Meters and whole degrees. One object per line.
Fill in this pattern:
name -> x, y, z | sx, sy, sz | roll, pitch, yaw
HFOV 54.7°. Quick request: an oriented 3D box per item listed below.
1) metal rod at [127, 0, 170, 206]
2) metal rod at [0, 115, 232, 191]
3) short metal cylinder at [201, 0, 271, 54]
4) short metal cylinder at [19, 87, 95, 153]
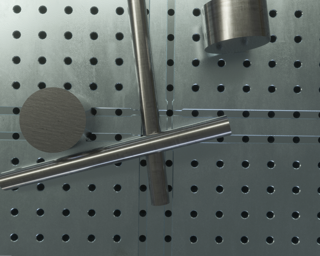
metal rod -> -0.017, -0.048, 0.413 | 0.025, 0.025, 0.298 | -7, 90, 0
metal rod -> -0.061, 0.034, 0.393 | 0.301, 0.025, 0.025 | -14, 90, 7
short metal cylinder -> 0.093, -0.127, 0.386 | 0.080, 0.080, 0.050 | -6, 90, 0
short metal cylinder -> -0.130, -0.010, 0.400 | 0.081, 0.050, 0.079 | 0, 90, 0
